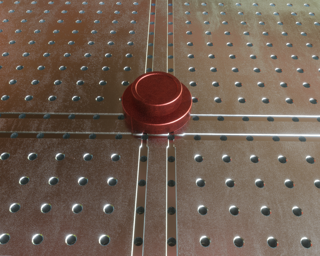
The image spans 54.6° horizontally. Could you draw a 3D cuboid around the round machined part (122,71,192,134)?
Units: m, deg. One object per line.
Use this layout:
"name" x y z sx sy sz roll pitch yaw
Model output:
"round machined part" -0.004 -0.042 0.432 0.099 0.042 0.098 0 50 0
